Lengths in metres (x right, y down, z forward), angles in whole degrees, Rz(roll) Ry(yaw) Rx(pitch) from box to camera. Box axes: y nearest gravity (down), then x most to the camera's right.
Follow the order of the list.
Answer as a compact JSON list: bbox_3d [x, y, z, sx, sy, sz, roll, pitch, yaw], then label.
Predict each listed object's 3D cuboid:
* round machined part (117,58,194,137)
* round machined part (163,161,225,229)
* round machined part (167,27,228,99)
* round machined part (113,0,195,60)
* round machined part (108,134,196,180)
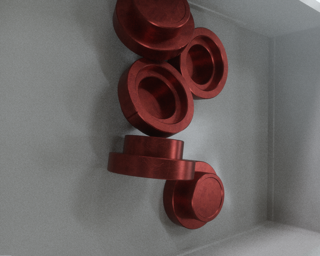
[{"bbox_3d":[-0.009,-0.033,0.377,0.099,0.042,0.098,18,60,-33],"label":"round machined part"},{"bbox_3d":[0.055,0.096,0.445,0.099,0.042,0.097,0,90,-40],"label":"round machined part"},{"bbox_3d":[0.049,-0.089,0.439,0.099,0.042,0.097,0,90,-40],"label":"round machined part"},{"bbox_3d":[-0.003,-0.133,0.367,0.099,0.042,0.098,8,66,-17],"label":"round machined part"},{"bbox_3d":[-0.008,0.032,0.354,0.099,0.098,0.042,10,84,-40],"label":"round machined part"}]
